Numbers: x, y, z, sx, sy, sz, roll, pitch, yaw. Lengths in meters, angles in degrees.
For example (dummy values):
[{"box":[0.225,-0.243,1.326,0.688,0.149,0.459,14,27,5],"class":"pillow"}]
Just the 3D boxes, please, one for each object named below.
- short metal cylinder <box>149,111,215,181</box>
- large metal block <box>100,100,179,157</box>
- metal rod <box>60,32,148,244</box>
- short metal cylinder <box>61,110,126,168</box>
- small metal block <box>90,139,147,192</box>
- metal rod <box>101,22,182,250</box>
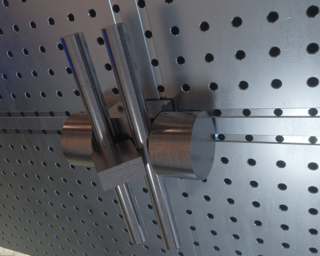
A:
[{"box":[0.029,0.020,0.367,0.050,0.080,0.080,1,119,29],"class":"short metal cylinder"},{"box":[-0.024,0.011,0.409,0.080,0.050,0.080,1,119,27],"class":"large metal block"},{"box":[-0.062,0.031,0.395,0.025,0.025,0.298,1,119,28],"class":"metal rod"},{"box":[-0.088,0.015,0.427,0.050,0.080,0.080,1,119,27],"class":"short metal cylinder"},{"box":[-0.049,0.042,0.361,0.050,0.050,0.025,-135,28,-61],"class":"small metal block"},{"box":[-0.014,0.030,0.368,0.025,0.025,0.298,1,119,28],"class":"metal rod"}]
